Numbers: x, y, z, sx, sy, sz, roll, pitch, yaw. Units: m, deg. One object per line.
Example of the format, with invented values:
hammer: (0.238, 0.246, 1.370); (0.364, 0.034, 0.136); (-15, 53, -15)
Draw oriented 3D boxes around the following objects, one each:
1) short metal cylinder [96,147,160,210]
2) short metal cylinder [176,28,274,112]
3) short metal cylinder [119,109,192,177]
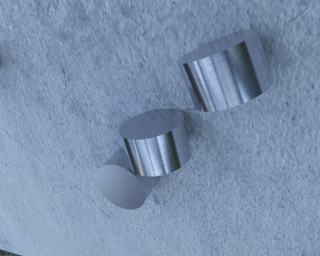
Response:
short metal cylinder: (-0.046, 0.073, 0.459); (0.080, 0.050, 0.079); (13, 124, 20)
short metal cylinder: (0.063, -0.057, 0.302); (0.080, 0.080, 0.050); (-12, 112, 33)
short metal cylinder: (-0.005, 0.016, 0.382); (0.080, 0.080, 0.050); (0, 118, 28)
